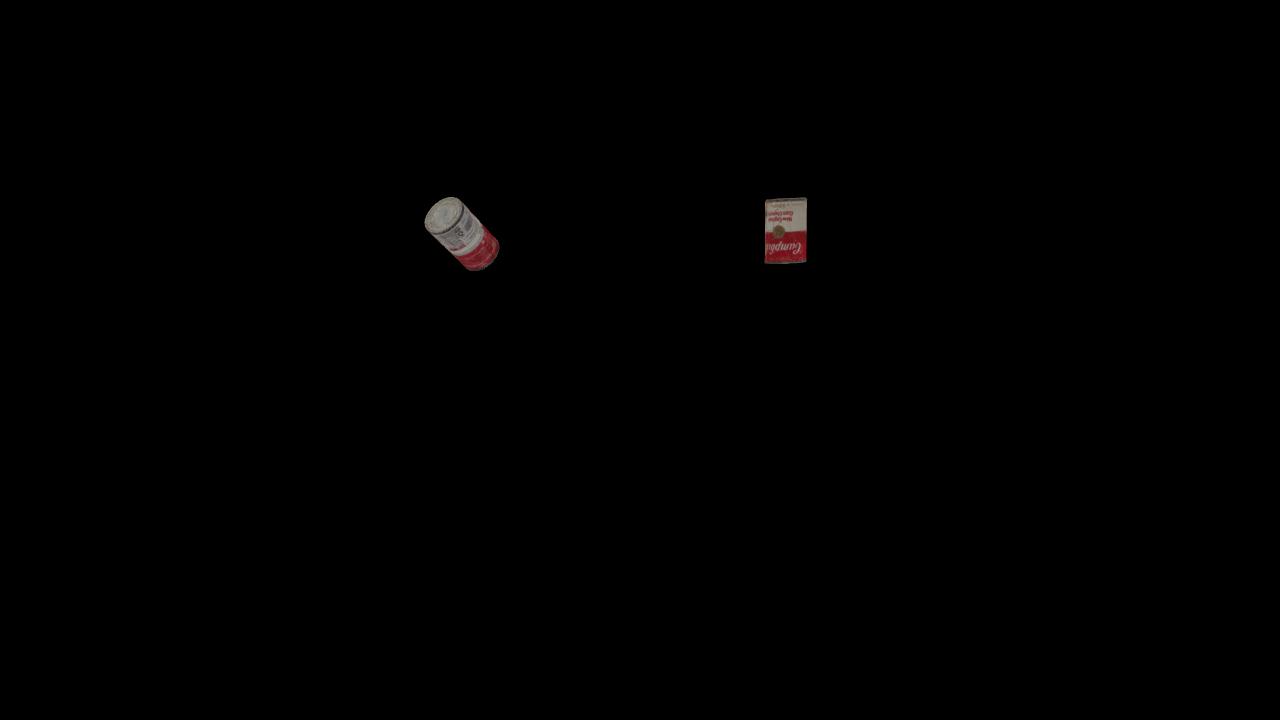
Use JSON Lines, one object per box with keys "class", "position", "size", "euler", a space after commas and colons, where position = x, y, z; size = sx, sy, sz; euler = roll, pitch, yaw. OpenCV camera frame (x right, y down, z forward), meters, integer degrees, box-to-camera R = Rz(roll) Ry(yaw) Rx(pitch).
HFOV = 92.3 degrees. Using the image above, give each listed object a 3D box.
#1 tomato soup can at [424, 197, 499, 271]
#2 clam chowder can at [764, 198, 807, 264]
{"class": "tomato soup can", "position": [-0.270, -0.190, 0.934], "size": [0.068, 0.068, 0.101], "euler": [0, -24, 22]}
{"class": "clam chowder can", "position": [0.237, -0.210, 0.999], "size": [0.068, 0.102, 0.068], "euler": [-2, 12, 0]}
